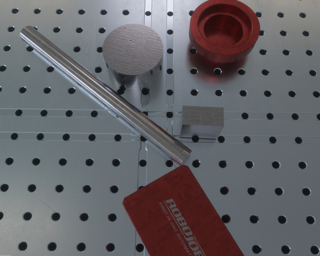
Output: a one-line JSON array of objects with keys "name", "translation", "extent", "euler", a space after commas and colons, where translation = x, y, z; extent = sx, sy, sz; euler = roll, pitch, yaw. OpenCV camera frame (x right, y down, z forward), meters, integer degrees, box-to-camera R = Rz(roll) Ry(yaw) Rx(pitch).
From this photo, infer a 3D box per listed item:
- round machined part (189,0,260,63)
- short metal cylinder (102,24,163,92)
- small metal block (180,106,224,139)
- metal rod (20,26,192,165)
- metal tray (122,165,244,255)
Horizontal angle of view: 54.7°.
[{"name": "round machined part", "translation": [0.091, -0.137, 0.454], "extent": [0.099, 0.042, 0.098], "euler": [0, 70, 0]}, {"name": "short metal cylinder", "translation": [-0.036, -0.097, 0.434], "extent": [0.081, 0.050, 0.080], "euler": [0, 70, 0]}, {"name": "small metal block", "translation": [0.053, -0.006, 0.401], "extent": [0.050, 0.050, 0.025], "euler": [3, 70, 1]}, {"name": "metal rod", "translation": [-0.082, -0.051, 0.429], "extent": [0.300, 0.025, 0.025], "euler": [38, 74, 12]}, {"name": "metal tray", "translation": [0.025, 0.121, 0.365], "extent": [0.090, 0.030, 0.130], "euler": [-29, 73, -10]}]
